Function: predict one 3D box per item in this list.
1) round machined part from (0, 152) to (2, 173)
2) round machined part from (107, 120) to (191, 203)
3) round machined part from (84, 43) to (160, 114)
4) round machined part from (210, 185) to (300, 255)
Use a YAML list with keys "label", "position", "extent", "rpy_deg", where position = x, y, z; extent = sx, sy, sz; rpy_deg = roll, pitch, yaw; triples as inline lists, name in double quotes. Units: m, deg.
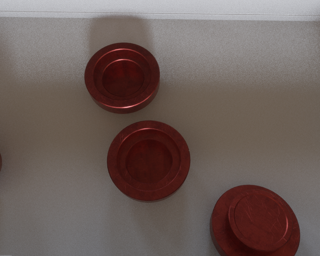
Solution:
- label: "round machined part"
  position: [-0.241, 0.037, 0.366]
  extent: [0.099, 0.097, 0.042]
  rpy_deg: [-15, 32, -6]
- label: "round machined part"
  position: [-0.013, 0.043, 0.385]
  extent: [0.099, 0.042, 0.098]
  rpy_deg: [0, 70, 0]
- label: "round machined part"
  position: [-0.049, -0.064, 0.423]
  extent: [0.099, 0.042, 0.098]
  rpy_deg: [0, 70, 0]
- label: "round machined part"
  position: [0.108, 0.109, 0.349]
  extent: [0.099, 0.042, 0.098]
  rpy_deg: [0, 55, 0]
